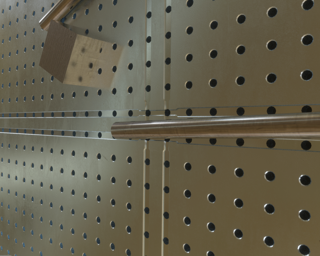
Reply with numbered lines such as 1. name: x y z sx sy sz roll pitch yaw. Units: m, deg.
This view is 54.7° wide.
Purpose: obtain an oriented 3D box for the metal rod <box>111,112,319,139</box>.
1. metal rod: 0.053 0.000 0.364 0.300 0.025 0.025 -2 89 39

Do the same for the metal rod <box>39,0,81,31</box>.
1. metal rod: -0.106 -0.243 0.493 0.299 0.025 0.025 -25 75 37

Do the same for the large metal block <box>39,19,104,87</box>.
1. large metal block: -0.148 -0.123 0.513 0.080 0.050 0.079 35 111 34
